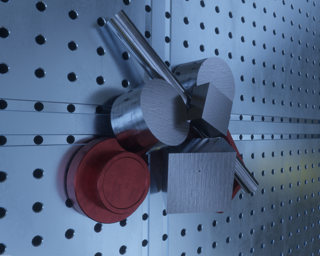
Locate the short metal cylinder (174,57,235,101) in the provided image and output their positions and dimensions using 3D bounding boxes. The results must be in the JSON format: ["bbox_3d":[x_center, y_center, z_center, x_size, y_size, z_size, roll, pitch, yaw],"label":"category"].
[{"bbox_3d":[0.062,-0.057,0.441,0.081,0.050,0.079,0,90,-40],"label":"short metal cylinder"}]

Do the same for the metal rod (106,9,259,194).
[{"bbox_3d":[0.040,-0.022,0.406,0.300,0.025,0.025,49,60,-18],"label":"metal rod"}]

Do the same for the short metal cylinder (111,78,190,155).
[{"bbox_3d":[-0.010,-0.012,0.365,0.080,0.050,0.080,22,58,-41],"label":"short metal cylinder"}]

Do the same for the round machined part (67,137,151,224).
[{"bbox_3d":[-0.050,0.059,0.351,0.099,0.042,0.097,0,90,-40],"label":"round machined part"}]

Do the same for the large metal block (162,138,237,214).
[{"bbox_3d":[0.046,0.059,0.393,0.081,0.050,0.079,-1,107,-7],"label":"large metal block"}]

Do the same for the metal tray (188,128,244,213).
[{"bbox_3d":[0.080,0.052,0.468,0.090,0.030,0.130,-44,117,-31],"label":"metal tray"}]

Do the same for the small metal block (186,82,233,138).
[{"bbox_3d":[0.063,-0.021,0.389,0.050,0.025,0.050,33,62,-35],"label":"small metal block"}]
